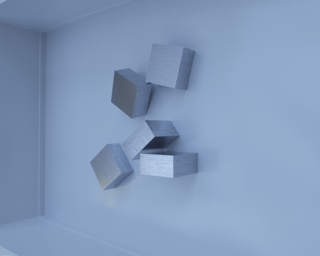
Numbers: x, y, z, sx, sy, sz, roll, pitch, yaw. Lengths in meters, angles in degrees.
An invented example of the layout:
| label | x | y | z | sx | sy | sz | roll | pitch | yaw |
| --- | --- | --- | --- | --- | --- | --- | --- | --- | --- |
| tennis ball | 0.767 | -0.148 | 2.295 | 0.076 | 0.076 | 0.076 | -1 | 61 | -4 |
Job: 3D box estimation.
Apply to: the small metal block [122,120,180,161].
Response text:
| label | x | y | z | sx | sy | sz | roll | pitch | yaw |
| --- | --- | --- | --- | --- | --- | --- | --- | --- | --- |
| small metal block | -0.011 | 0.015 | 0.398 | 0.050 | 0.050 | 0.025 | -45 | 63 | 30 |

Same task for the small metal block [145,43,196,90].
| label | x | y | z | sx | sy | sz | roll | pitch | yaw |
| --- | --- | --- | --- | --- | --- | --- | --- | --- | --- |
| small metal block | 0.012 | -0.078 | 0.395 | 0.050 | 0.025 | 0.050 | 19 | 102 | 38 |

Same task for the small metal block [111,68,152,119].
| label | x | y | z | sx | sy | sz | roll | pitch | yaw |
| --- | --- | --- | --- | --- | --- | --- | --- | --- | --- |
| small metal block | -0.041 | -0.049 | 0.430 | 0.050 | 0.025 | 0.050 | 38 | 130 | 33 |

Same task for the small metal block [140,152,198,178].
| label | x | y | z | sx | sy | sz | roll | pitch | yaw |
| --- | --- | --- | --- | --- | --- | --- | --- | --- | --- |
| small metal block | 0.011 | 0.043 | 0.379 | 0.050 | 0.050 | 0.025 | 0 | 90 | 39 |

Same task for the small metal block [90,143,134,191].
| label | x | y | z | sx | sy | sz | roll | pitch | yaw |
| --- | --- | --- | --- | --- | --- | --- | --- | --- | --- |
| small metal block | -0.073 | 0.058 | 0.465 | 0.050 | 0.025 | 0.050 | -44 | 64 | 31 |
